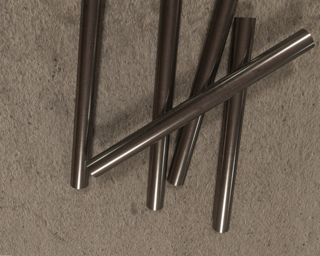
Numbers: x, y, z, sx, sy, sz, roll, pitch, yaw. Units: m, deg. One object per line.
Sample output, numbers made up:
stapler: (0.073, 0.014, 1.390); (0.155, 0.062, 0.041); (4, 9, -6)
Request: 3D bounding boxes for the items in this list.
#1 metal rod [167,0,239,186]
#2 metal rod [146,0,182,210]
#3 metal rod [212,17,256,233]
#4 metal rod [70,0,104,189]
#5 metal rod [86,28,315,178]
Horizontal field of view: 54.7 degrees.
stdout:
metal rod: (0.056, -0.061, 0.388); (0.025, 0.025, 0.298); (12, 110, -5)
metal rod: (0.004, -0.027, 0.399); (0.025, 0.025, 0.298); (4, 110, -2)
metal rod: (0.096, 0.010, 0.414); (0.025, 0.025, 0.298); (1, 110, -1)
metal rod: (-0.091, -0.059, 0.386); (0.025, 0.025, 0.298); (8, 110, -4)
metal rod: (0.039, -0.024, 0.373); (0.300, 0.025, 0.025); (-31, 108, 10)
